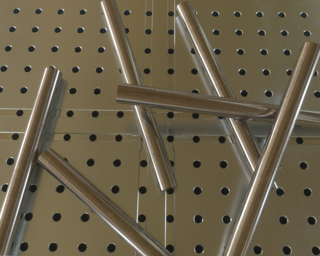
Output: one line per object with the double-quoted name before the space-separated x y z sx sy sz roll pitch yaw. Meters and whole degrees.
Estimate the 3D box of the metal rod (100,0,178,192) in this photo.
"metal rod" -0.035 -0.058 0.432 0.025 0.025 0.299 -17 71 -6

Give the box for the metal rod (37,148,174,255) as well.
"metal rod" -0.031 0.126 0.365 0.300 0.025 0.025 38 74 12

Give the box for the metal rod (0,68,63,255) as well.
"metal rod" -0.172 0.060 0.388 0.025 0.025 0.299 8 70 3

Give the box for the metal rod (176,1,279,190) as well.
"metal rod" 0.086 -0.054 0.432 0.025 0.025 0.299 -18 71 -7

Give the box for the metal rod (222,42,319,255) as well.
"metal rod" 0.131 0.037 0.367 0.025 0.025 0.299 22 83 8

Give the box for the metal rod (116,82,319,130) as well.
"metal rod" 0.097 -0.024 0.392 0.302 0.025 0.025 7 70 -9
